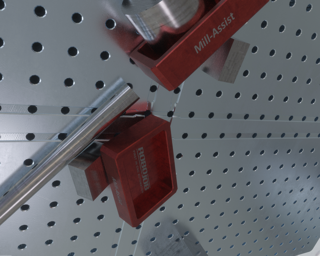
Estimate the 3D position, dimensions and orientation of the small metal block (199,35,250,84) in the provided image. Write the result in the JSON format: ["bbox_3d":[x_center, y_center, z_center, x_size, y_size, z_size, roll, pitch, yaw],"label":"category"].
[{"bbox_3d":[0.076,-0.089,0.382,0.025,0.050,0.050,5,116,-31],"label":"small metal block"}]

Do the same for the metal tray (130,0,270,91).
[{"bbox_3d":[0.035,-0.102,0.320,0.130,0.090,0.030,-43,118,0],"label":"metal tray"}]

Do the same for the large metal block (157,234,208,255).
[{"bbox_3d":[0.041,0.254,0.574,0.080,0.050,0.080,-46,129,3],"label":"large metal block"}]

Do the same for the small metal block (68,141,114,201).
[{"bbox_3d":[-0.081,0.053,0.383,0.050,0.025,0.050,-46,141,-45],"label":"small metal block"}]

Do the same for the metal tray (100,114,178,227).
[{"bbox_3d":[-0.022,0.058,0.411,0.091,0.030,0.129,-35,133,-33],"label":"metal tray"}]

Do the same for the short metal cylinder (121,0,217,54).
[{"bbox_3d":[0.009,-0.121,0.306,0.080,0.080,0.050,-43,129,1],"label":"short metal cylinder"}]

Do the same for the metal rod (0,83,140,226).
[{"bbox_3d":[-0.143,0.057,0.367,0.300,0.025,0.025,-42,129,1],"label":"metal rod"}]
